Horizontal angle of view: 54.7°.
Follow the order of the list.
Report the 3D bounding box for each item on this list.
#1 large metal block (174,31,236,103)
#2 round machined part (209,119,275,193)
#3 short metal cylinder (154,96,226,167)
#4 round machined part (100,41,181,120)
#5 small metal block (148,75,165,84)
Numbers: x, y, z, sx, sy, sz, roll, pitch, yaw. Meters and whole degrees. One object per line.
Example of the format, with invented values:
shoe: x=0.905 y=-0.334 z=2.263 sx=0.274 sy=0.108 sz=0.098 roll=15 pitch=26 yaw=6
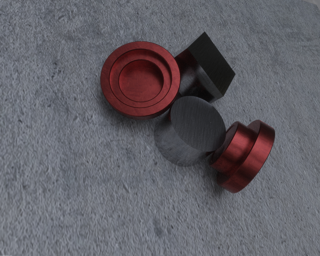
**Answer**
large metal block: x=0.058 y=-0.083 z=0.451 sx=0.080 sy=0.050 sz=0.080 roll=51 pitch=38 yaw=-11
round machined part: x=0.098 y=0.030 z=0.394 sx=0.042 sy=0.097 sz=0.098 roll=32 pitch=51 yaw=1
short metal cylinder: x=0.039 y=0.005 z=0.407 sx=0.081 sy=0.050 sz=0.080 roll=14 pitch=56 yaw=-21
round machined part: x=-0.024 y=-0.058 z=0.398 sx=0.099 sy=0.042 sz=0.098 roll=0 pitch=79 yaw=0
small metal block: x=-0.004 y=-0.085 z=0.455 sx=0.050 sy=0.025 sz=0.050 roll=10 pitch=57 yaw=-23
